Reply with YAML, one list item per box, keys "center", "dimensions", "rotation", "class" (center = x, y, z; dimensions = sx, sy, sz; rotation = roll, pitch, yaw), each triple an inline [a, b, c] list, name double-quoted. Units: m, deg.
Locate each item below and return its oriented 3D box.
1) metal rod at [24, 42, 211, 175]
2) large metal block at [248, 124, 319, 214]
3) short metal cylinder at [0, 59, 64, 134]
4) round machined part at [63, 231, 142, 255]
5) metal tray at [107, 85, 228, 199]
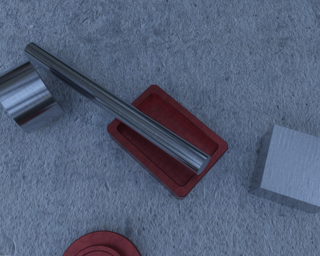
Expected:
- center: [-0.068, -0.036, 0.392]
  dimensions: [0.300, 0.025, 0.025]
  rotation: [33, 73, 22]
  class: "metal rod"
- center: [0.163, 0.051, 0.378]
  dimensions: [0.080, 0.050, 0.080]
  rotation: [18, 71, 6]
  class: "large metal block"
- center: [-0.165, -0.040, 0.391]
  dimensions: [0.050, 0.080, 0.080]
  rotation: [-33, 74, -11]
  class: "short metal cylinder"
- center: [-0.065, 0.164, 0.339]
  dimensions: [0.099, 0.042, 0.098]
  rotation: [0, 70, -1]
  class: "round machined part"
- center: [0.009, 0.016, 0.399]
  dimensions: [0.130, 0.030, 0.090]
  rotation: [41, 75, 13]
  class: "metal tray"
